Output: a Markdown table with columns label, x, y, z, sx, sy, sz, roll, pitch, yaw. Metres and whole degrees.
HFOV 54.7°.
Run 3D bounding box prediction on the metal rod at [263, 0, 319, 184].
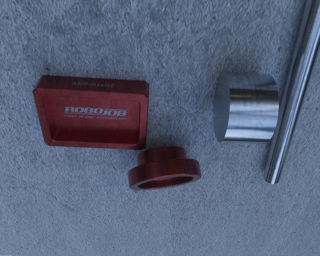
| label | x | y | z | sx | sy | sz | roll | pitch | yaw |
| --- | --- | --- | --- | --- | --- | --- | --- | --- | --- |
| metal rod | 0.163 | -0.037 | 0.377 | 0.025 | 0.025 | 0.298 | -3 | 130 | 2 |

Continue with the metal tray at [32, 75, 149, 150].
| label | x | y | z | sx | sy | sz | roll | pitch | yaw |
| --- | --- | --- | --- | --- | --- | --- | --- | --- | --- |
| metal tray | -0.081 | -0.017 | 0.388 | 0.131 | 0.030 | 0.089 | 3 | 130 | -3 |

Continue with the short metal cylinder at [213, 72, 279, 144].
| label | x | y | z | sx | sy | sz | roll | pitch | yaw |
| --- | --- | --- | --- | --- | --- | --- | --- | --- | --- |
| short metal cylinder | 0.094 | -0.022 | 0.354 | 0.050 | 0.080 | 0.079 | 2 | 130 | -2 |

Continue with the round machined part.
| label | x | y | z | sx | sy | sz | roll | pitch | yaw |
| --- | --- | --- | --- | --- | --- | --- | --- | --- | --- |
| round machined part | 0.005 | 0.054 | 0.424 | 0.099 | 0.042 | 0.098 | -8 | 161 | -3 |
